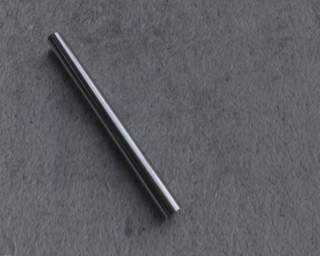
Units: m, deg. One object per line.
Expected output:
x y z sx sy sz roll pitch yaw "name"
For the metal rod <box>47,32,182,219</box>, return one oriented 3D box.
-0.068 -0.014 0.412 0.025 0.025 0.299 -33 74 -11 "metal rod"
